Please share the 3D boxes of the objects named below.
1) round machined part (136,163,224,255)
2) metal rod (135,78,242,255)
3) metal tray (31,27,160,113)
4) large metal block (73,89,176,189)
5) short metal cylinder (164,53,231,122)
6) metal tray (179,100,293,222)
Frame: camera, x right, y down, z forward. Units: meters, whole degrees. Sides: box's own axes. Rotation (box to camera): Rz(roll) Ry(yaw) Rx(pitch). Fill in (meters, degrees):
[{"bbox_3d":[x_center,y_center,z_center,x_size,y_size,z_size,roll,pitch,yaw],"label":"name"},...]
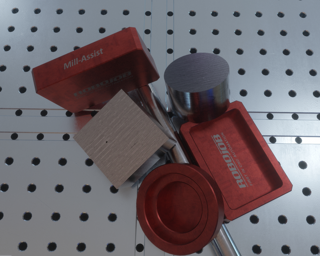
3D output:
[{"bbox_3d":[0.025,0.088,0.352,0.098,0.042,0.097,-3,84,28],"label":"round machined part"},{"bbox_3d":[0.020,0.028,0.397,0.025,0.025,0.299,-24,72,-8],"label":"metal rod"},{"bbox_3d":[-0.074,-0.066,0.382,0.130,0.090,0.030,-21,73,8],"label":"metal tray"},{"bbox_3d":[-0.040,0.014,0.370,0.080,0.050,0.080,-45,76,4],"label":"large metal block"},{"bbox_3d":[0.049,-0.053,0.399,0.080,0.050,0.080,-7,46,8],"label":"short metal cylinder"},{"bbox_3d":[0.091,0.040,0.391,0.091,0.030,0.130,-24,72,-9],"label":"metal tray"}]
